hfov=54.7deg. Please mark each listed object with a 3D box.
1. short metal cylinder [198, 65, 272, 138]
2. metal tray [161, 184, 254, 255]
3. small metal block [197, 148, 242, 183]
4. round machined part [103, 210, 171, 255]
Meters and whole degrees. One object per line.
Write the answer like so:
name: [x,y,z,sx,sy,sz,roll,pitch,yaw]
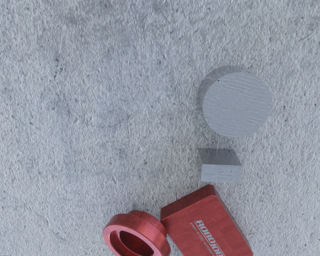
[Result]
short metal cylinder: [0.090,-0.034,0.385,0.081,0.050,0.079,0,110,0]
metal tray: [0.070,0.158,0.466,0.090,0.030,0.130,-30,108,10]
small metal block: [0.078,0.049,0.415,0.050,0.050,0.025,3,110,-1]
round machined part: [-0.029,0.157,0.444,0.098,0.042,0.097,16,130,20]
